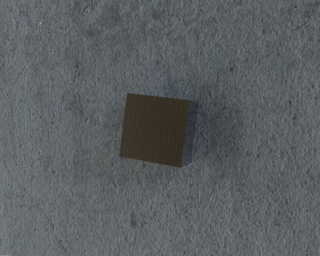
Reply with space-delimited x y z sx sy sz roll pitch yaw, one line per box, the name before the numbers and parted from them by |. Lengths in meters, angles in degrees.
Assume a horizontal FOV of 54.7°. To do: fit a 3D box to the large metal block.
large metal block | 0.000 0.001 0.396 0.080 0.050 0.079 8 93 19
